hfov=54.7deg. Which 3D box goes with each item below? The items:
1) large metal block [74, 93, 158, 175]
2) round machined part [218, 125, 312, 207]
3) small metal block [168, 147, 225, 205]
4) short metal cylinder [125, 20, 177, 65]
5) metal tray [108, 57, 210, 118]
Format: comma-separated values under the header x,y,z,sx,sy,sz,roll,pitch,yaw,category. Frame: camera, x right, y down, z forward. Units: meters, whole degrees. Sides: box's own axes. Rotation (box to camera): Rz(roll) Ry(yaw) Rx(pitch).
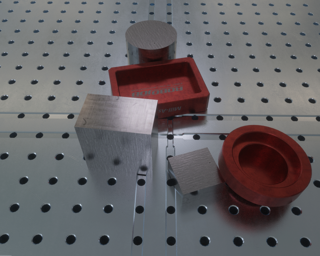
x,y,z,sx,sy,sz,roll,pitch,yaw,category
-0.046,0.009,0.364,0.080,0.080,0.050,6,50,5,large metal block
0.115,0.046,0.354,0.099,0.042,0.098,4,48,-4,round machined part
0.041,0.055,0.361,0.050,0.025,0.050,-14,52,-12,small metal block
-0.014,-0.130,0.501,0.081,0.050,0.080,0,50,0,short metal cylinder
-0.004,-0.057,0.451,0.131,0.030,0.090,-10,51,-8,metal tray
